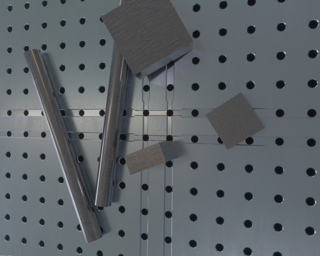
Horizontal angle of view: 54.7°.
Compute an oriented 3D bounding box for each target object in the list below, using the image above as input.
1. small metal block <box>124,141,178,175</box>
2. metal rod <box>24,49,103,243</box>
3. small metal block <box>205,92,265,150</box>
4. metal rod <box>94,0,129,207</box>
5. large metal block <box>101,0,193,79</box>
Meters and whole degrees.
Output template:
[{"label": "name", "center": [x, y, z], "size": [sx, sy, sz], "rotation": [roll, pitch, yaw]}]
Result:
[{"label": "small metal block", "center": [-0.011, 0.038, 0.403], "size": [0.050, 0.050, 0.025], "rotation": [-22, 83, 18]}, {"label": "metal rod", "center": [-0.147, 0.022, 0.464], "size": [0.025, 0.025, 0.299], "rotation": [-23, 83, 18]}, {"label": "small metal block", "center": [0.093, -0.008, 0.380], "size": [0.050, 0.025, 0.050], "rotation": [-33, 79, 17]}, {"label": "metal rod", "center": [-0.062, -0.039, 0.434], "size": [0.025, 0.025, 0.298], "rotation": [9, 93, 19]}, {"label": "large metal block", "center": [-0.014, -0.118, 0.389], "size": [0.080, 0.050, 0.080], "rotation": [-29, 90, 5]}]
